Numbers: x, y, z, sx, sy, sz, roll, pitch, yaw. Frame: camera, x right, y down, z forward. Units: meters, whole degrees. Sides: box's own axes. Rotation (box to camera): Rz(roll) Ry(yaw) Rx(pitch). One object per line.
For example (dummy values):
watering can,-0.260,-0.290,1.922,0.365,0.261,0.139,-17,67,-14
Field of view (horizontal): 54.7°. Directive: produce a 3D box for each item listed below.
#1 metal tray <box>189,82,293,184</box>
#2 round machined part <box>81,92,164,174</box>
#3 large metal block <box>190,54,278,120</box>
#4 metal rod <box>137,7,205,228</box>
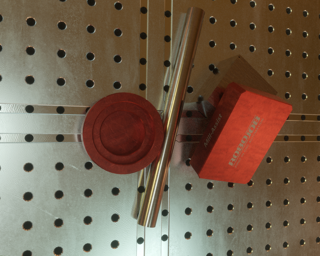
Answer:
metal tray,0.107,0.012,0.415,0.091,0.030,0.129,12,114,-28
round machined part,-0.048,0.006,0.386,0.099,0.042,0.097,0,90,-21
large metal block,0.104,-0.043,0.439,0.080,0.050,0.080,40,77,-16
metal rod,0.016,-0.018,0.419,0.025,0.025,0.298,15,85,-20
